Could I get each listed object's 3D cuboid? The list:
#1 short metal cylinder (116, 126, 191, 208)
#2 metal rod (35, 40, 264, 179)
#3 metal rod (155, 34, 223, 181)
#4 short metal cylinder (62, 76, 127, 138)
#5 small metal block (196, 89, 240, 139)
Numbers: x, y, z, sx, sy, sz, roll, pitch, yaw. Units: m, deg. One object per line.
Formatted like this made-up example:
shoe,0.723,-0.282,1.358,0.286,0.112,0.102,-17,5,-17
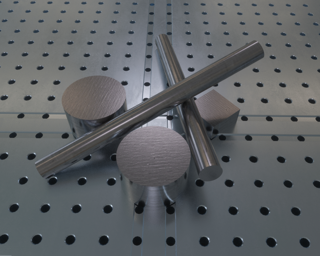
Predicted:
short metal cylinder,-0.007,0.044,0.354,0.081,0.050,0.080,0,50,0
metal rod,-0.009,-0.024,0.375,0.301,0.025,0.025,-29,55,-4
metal rod,0.028,-0.052,0.425,0.025,0.025,0.300,-7,42,-6
short metal cylinder,-0.083,-0.024,0.411,0.081,0.050,0.080,0,50,0
small metal block,0.072,-0.020,0.425,0.050,0.025,0.050,-32,57,-24
